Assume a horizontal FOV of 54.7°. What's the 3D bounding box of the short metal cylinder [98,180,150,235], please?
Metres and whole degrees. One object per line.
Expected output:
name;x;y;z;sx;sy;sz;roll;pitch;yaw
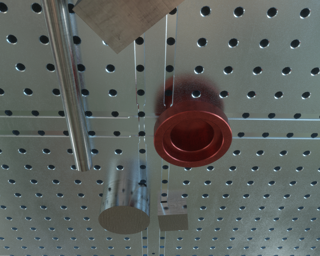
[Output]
short metal cylinder;-0.056;0.130;0.505;0.081;0.050;0.079;0;130;0

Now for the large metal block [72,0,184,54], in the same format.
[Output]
large metal block;-0.022;-0.123;0.270;0.080;0.080;0.050;-32;123;24

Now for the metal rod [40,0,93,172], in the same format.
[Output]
metal rod;-0.107;-0.058;0.360;0.025;0.025;0.298;1;130;-2

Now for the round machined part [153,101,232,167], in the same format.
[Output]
round machined part;0.041;0.004;0.404;0.099;0.042;0.097;-1;130;0

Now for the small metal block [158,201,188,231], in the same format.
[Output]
small metal block;0.023;0.156;0.545;0.050;0.025;0.050;-4;130;3
